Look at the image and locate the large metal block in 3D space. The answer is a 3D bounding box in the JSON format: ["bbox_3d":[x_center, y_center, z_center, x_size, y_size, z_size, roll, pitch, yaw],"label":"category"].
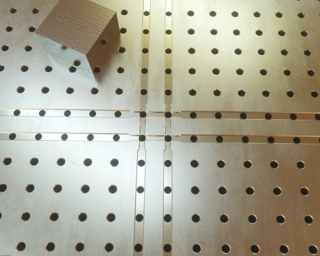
[{"bbox_3d":[-0.115,-0.137,0.447,0.080,0.050,0.080,26,72,8],"label":"large metal block"}]
